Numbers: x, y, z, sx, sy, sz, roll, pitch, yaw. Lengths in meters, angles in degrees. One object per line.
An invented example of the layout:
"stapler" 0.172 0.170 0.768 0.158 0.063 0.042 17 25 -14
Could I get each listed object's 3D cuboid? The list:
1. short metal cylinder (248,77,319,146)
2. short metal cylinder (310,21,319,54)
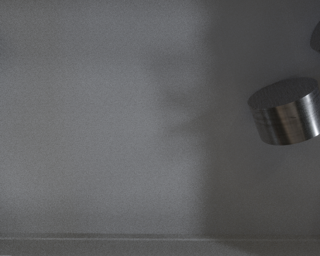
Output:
"short metal cylinder" 0.154 -0.021 0.376 0.080 0.080 0.050 -23 109 8
"short metal cylinder" 0.219 -0.108 0.345 0.050 0.080 0.080 31 107 -11
